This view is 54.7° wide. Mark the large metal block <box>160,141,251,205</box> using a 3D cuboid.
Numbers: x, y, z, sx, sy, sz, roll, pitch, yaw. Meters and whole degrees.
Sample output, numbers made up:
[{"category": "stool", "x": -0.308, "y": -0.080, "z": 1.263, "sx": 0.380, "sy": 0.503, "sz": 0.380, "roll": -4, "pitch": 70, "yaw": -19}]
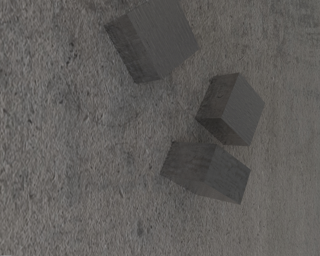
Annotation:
[{"category": "large metal block", "x": 0.062, "y": 0.060, "z": 0.420, "sx": 0.080, "sy": 0.080, "sz": 0.050, "roll": 35, "pitch": 69, "yaw": -35}]

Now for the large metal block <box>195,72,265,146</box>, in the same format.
[{"category": "large metal block", "x": 0.110, "y": -0.027, "z": 0.481, "sx": 0.080, "sy": 0.050, "sz": 0.080, "roll": 39, "pitch": 66, "yaw": -33}]

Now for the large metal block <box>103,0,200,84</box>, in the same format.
[{"category": "large metal block", "x": -0.008, "y": -0.111, "z": 0.381, "sx": 0.080, "sy": 0.050, "sz": 0.080, "roll": -43, "pitch": 116, "yaw": -31}]
